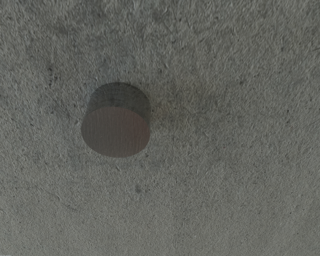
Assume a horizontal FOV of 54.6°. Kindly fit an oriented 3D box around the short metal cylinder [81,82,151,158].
[{"bbox_3d":[-0.052,-0.009,0.382,0.080,0.050,0.080,0,130,0],"label":"short metal cylinder"}]
